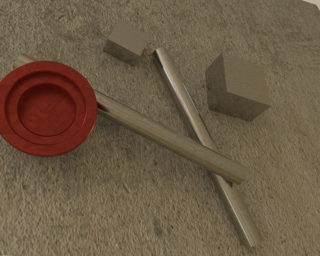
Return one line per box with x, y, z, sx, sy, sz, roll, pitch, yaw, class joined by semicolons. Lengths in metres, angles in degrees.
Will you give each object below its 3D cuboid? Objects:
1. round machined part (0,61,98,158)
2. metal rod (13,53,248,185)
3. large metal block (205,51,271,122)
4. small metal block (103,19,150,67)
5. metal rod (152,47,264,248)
-0.118;-0.017;0.327;0.099;0.042;0.097;3;80;-17;round machined part
-0.031;-0.008;0.376;0.301;0.025;0.025;27;52;-5;metal rod
0.122;-0.065;0.496;0.081;0.050;0.080;15;56;-21;large metal block
-0.049;-0.125;0.455;0.050;0.025;0.050;26;52;-12;small metal block
0.058;0.014;0.428;0.025;0.025;0.299;-12;68;-33;metal rod
